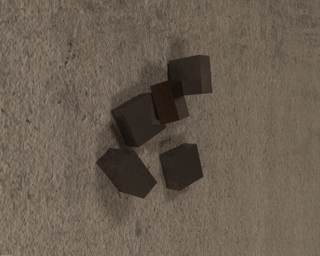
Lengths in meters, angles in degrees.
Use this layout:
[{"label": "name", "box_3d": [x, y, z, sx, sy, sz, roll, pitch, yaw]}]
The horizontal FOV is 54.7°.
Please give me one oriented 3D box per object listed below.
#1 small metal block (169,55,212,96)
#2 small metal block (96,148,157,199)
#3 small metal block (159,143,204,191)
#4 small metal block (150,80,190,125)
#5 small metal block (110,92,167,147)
[{"label": "small metal block", "box_3d": [0.041, -0.070, 0.423, 0.025, 0.050, 0.050, -11, 97, -50]}, {"label": "small metal block", "box_3d": [-0.039, 0.051, 0.358, 0.025, 0.050, 0.050, -48, 119, -30]}, {"label": "small metal block", "box_3d": [0.030, 0.053, 0.433, 0.050, 0.025, 0.050, -22, 104, -38]}, {"label": "small metal block", "box_3d": [0.014, -0.034, 0.399, 0.050, 0.025, 0.050, -22, 96, -69]}, {"label": "small metal block", "box_3d": [-0.026, -0.011, 0.385, 0.050, 0.025, 0.050, -35, 112, -35]}]
